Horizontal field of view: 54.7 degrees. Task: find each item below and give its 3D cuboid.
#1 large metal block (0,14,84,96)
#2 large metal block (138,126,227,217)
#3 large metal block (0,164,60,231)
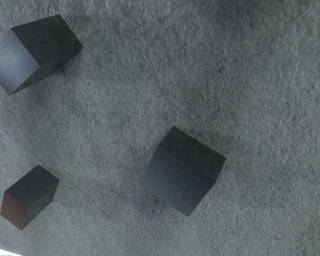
[{"bbox_3d":[-0.160,-0.094,0.396,0.080,0.080,0.050,-26,104,37],"label":"large metal block"},{"bbox_3d":[0.028,0.058,0.411,0.080,0.050,0.079,32,128,7],"label":"large metal block"},{"bbox_3d":[-0.241,0.128,0.575,0.050,0.080,0.079,35,129,4],"label":"large metal block"}]
